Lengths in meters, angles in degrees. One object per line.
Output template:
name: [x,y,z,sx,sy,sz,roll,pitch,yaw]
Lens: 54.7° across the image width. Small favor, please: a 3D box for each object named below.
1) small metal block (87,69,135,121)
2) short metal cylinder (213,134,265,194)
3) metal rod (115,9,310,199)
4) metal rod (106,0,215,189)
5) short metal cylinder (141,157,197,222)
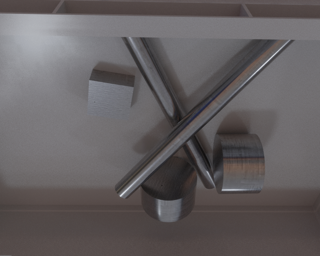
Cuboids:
small metal block: [-0.059,-0.039,0.375,0.050,0.025,0.050,8,130,-8]
short metal cylinder: [0.103,0.048,0.415,0.050,0.080,0.079,-1,130,0]
metal rod: [0.046,-0.013,0.370,0.025,0.025,0.299,34,114,-26]
metal rod: [0.019,-0.019,0.393,0.025,0.025,0.299,-19,128,15]
short metal cylinder: [0.012,0.087,0.448,0.081,0.080,0.050,-1,130,0]
